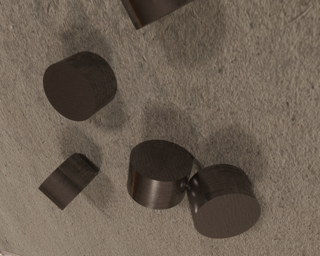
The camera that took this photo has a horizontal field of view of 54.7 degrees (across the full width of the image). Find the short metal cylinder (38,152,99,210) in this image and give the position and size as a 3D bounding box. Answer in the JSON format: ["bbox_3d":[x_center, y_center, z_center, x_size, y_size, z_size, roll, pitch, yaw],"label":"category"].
[{"bbox_3d":[-0.146,0.085,0.498,0.050,0.080,0.080,44,129,-3],"label":"short metal cylinder"}]

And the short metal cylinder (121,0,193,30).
[{"bbox_3d":[0.001,-0.133,0.287,0.080,0.080,0.050,-17,110,34],"label":"short metal cylinder"}]

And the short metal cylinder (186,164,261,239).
[{"bbox_3d":[0.077,0.091,0.384,0.081,0.050,0.079,-4,125,-5],"label":"short metal cylinder"}]

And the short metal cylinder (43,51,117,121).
[{"bbox_3d":[-0.105,-0.055,0.410,0.080,0.050,0.079,13,124,20],"label":"short metal cylinder"}]

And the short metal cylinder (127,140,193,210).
[{"bbox_3d":[-0.001,0.059,0.407,0.080,0.080,0.050,20,126,16],"label":"short metal cylinder"}]
